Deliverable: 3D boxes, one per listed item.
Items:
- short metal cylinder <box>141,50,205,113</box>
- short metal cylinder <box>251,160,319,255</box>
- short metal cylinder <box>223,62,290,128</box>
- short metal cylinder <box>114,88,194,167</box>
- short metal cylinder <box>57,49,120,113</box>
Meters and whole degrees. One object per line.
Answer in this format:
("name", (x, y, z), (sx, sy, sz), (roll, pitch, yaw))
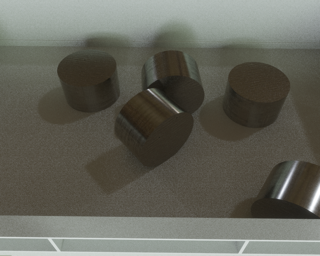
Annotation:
("short metal cylinder", (0.016, -0.056, 0.417), (0.081, 0.080, 0.050), (-3, 50, -3))
("short metal cylinder", (0.138, 0.078, 0.304), (0.080, 0.080, 0.050), (28, 56, 22))
("short metal cylinder", (0.131, -0.046, 0.429), (0.080, 0.050, 0.080), (0, 50, 0))
("short metal cylinder", (-0.006, 0.000, 0.369), (0.080, 0.080, 0.050), (-32, 57, -24))
("short metal cylinder", (-0.100, -0.068, 0.445), (0.080, 0.050, 0.080), (0, 50, 0))
